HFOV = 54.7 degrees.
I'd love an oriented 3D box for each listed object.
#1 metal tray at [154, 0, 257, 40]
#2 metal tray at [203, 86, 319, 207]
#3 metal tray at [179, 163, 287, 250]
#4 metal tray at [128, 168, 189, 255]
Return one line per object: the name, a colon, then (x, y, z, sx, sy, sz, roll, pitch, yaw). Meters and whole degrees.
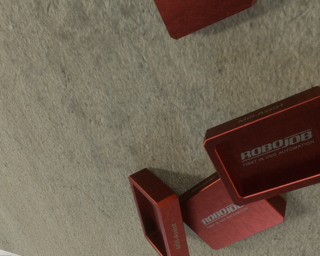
metal tray: (0.027, -0.161, 0.289, 0.090, 0.030, 0.129, -15, 111, 34)
metal tray: (0.124, 0.023, 0.329, 0.130, 0.030, 0.090, -23, 106, 20)
metal tray: (0.090, 0.108, 0.422, 0.090, 0.030, 0.129, 44, 129, -3)
metal tray: (-0.001, 0.134, 0.456, 0.090, 0.030, 0.129, 31, 139, 53)
